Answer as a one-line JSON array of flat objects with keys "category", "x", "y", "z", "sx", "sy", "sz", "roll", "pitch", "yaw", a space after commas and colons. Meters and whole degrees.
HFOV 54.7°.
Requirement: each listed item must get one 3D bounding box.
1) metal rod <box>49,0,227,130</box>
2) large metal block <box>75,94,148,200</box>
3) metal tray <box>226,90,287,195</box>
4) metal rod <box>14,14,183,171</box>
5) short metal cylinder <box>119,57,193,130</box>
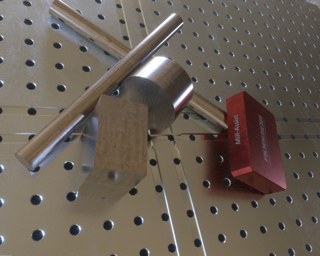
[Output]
[{"category": "metal rod", "x": -0.022, "y": -0.088, "z": 0.449, "sx": 0.301, "sy": 0.025, "sz": 0.025, "roll": 33, "pitch": 51, "yaw": -7}, {"category": "large metal block", "x": -0.052, "y": 0.024, "z": 0.330, "sx": 0.050, "sy": 0.080, "sz": 0.080, "roll": 13, "pitch": 56, "yaw": -21}, {"category": "metal tray", "x": 0.138, "y": 0.020, "z": 0.449, "sx": 0.090, "sy": 0.030, "sz": 0.130, "roll": 30, "pitch": 49, "yaw": -34}, {"category": "metal rod", "x": -0.056, "y": -0.064, "z": 0.393, "sx": 0.025, "sy": 0.025, "sz": 0.301, "roll": 40, "pitch": 58, "yaw": -1}, {"category": "short metal cylinder", "x": -0.005, "y": -0.044, "z": 0.397, "sx": 0.080, "sy": 0.080, "sz": 0.050, "roll": 40, "pitch": 51, "yaw": -1}]
